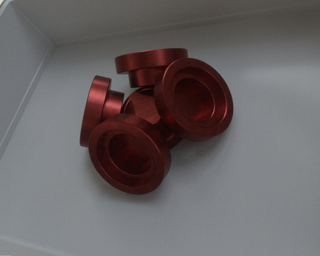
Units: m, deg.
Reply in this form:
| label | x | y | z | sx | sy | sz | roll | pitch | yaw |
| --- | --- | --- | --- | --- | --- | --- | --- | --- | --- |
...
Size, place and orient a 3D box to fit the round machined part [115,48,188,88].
| label | x | y | z | sx | sy | sz | roll | pitch | yaw |
| --- | --- | --- | --- | --- | --- | --- | --- | --- | --- |
| round machined part | -0.010 | -0.079 | 0.420 | 0.098 | 0.098 | 0.042 | -3 | 98 | 26 |

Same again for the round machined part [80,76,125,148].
| label | x | y | z | sx | sy | sz | roll | pitch | yaw |
| --- | --- | --- | --- | --- | --- | --- | --- | --- | --- |
| round machined part | -0.075 | -0.019 | 0.418 | 0.042 | 0.098 | 0.098 | 12 | 62 | -8 |

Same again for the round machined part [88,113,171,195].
| label | x | y | z | sx | sy | sz | roll | pitch | yaw |
| --- | --- | --- | --- | --- | --- | --- | --- | --- | --- |
| round machined part | -0.032 | 0.027 | 0.367 | 0.098 | 0.097 | 0.042 | -1 | 25 | 27 |

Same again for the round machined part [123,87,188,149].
| label | x | y | z | sx | sy | sz | roll | pitch | yaw |
| --- | --- | --- | --- | --- | --- | --- | --- | --- | --- |
| round machined part | -0.012 | -0.017 | 0.408 | 0.098 | 0.042 | 0.098 | -13 | 56 | 20 |

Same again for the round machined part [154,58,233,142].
| label | x | y | z | sx | sy | sz | roll | pitch | yaw |
| --- | --- | --- | --- | --- | --- | --- | --- | --- | --- |
| round machined part | 0.036 | -0.030 | 0.369 | 0.042 | 0.099 | 0.098 | -33 | 40 | 55 |
